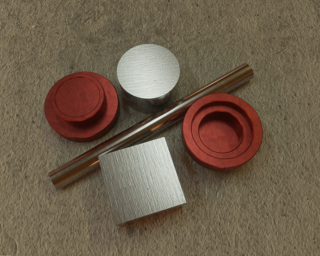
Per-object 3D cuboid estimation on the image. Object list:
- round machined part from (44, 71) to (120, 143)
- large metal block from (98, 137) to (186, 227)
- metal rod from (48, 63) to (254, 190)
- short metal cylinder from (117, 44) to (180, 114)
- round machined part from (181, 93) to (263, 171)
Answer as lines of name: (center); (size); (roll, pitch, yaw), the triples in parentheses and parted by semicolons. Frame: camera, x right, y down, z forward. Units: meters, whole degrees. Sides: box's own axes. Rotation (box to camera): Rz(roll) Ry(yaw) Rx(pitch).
round machined part: (-0.104, -0.033, 0.411); (0.099, 0.042, 0.098); (0, 70, 0)
large metal block: (-0.021, 0.066, 0.372); (0.081, 0.050, 0.080); (-16, 71, -6)
metal rod: (-0.003, -0.008, 0.413); (0.301, 0.025, 0.025); (-30, 73, -11)
short metal cylinder: (-0.015, -0.065, 0.419); (0.081, 0.050, 0.080); (0, 70, 0)
round machined part: (0.076, 0.008, 0.397); (0.099, 0.042, 0.098); (0, 70, 0)
